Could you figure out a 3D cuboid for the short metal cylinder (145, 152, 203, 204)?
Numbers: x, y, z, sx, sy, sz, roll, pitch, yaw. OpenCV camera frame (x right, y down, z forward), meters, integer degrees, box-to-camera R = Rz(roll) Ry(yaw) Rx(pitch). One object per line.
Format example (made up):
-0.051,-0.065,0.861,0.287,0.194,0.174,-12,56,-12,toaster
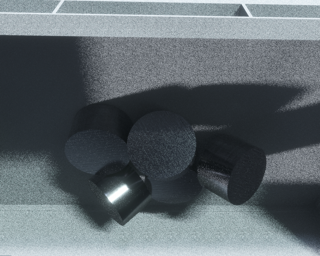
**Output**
0.019,0.064,0.446,0.081,0.050,0.079,0,130,0,short metal cylinder

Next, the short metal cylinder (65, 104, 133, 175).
-0.077,0.016,0.402,0.081,0.050,0.079,0,130,0,short metal cylinder

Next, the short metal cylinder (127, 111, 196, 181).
0.004,0.024,0.382,0.080,0.080,0.050,-6,166,4,short metal cylinder

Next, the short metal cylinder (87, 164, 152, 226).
-0.057,0.090,0.438,0.050,0.080,0.080,-37,135,-25,short metal cylinder

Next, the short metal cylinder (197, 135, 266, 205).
0.096,0.055,0.412,0.081,0.050,0.079,-17,118,-36,short metal cylinder
